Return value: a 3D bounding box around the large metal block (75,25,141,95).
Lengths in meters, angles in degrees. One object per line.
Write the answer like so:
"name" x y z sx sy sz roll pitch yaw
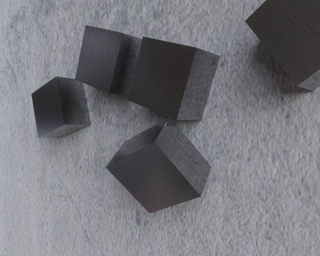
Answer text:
"large metal block" -0.070 -0.096 0.444 0.080 0.050 0.079 24 105 37

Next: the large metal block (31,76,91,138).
"large metal block" -0.168 -0.032 0.524 0.080 0.050 0.080 -21 77 37

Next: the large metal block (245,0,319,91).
"large metal block" 0.139 -0.091 0.274 0.080 0.050 0.080 -43 65 31

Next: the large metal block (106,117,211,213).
"large metal block" -0.001 0.046 0.363 0.080 0.050 0.080 -29 109 36

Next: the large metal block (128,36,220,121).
"large metal block" 0.015 -0.059 0.375 0.080 0.050 0.079 24 105 37
